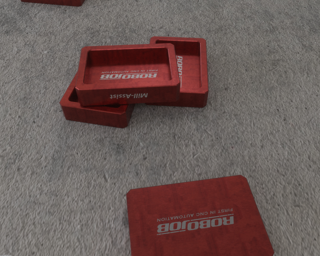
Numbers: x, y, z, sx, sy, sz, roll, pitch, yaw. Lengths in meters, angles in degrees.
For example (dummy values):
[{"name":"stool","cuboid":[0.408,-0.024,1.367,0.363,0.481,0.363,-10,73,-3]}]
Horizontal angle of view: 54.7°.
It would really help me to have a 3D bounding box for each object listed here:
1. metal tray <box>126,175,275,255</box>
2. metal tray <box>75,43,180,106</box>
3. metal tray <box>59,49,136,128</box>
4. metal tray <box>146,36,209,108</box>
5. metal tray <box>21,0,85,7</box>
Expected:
[{"name":"metal tray","cuboid":[0.035,0.101,0.315,0.131,0.030,0.090,-6,50,-6]},{"name":"metal tray","cuboid":[-0.042,-0.075,0.422,0.131,0.030,0.090,-3,50,-3]},{"name":"metal tray","cuboid":[-0.077,-0.063,0.451,0.090,0.030,0.130,9,50,7]},{"name":"metal tray","cuboid":[0.026,-0.089,0.474,0.091,0.030,0.130,3,50,2]},{"name":"metal tray","cuboid":[-0.217,-0.294,0.646,0.131,0.030,0.090,7,50,5]}]
